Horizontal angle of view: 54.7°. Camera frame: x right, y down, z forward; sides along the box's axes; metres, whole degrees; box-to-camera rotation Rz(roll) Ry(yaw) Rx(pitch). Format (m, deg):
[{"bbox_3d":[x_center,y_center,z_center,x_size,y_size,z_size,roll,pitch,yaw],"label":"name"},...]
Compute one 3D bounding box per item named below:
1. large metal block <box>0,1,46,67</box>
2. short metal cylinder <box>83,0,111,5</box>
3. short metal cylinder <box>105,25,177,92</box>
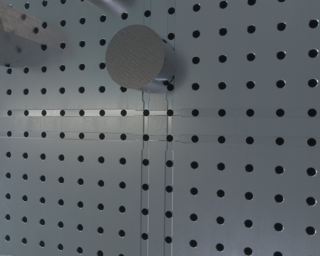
[{"bbox_3d":[-0.238,-0.138,0.467,0.080,0.080,0.050,-23,82,18],"label":"large metal block"},{"bbox_3d":[-0.097,-0.221,0.434,0.080,0.050,0.079,0,90,20],"label":"short metal cylinder"},{"bbox_3d":[-0.024,-0.088,0.407,0.080,0.050,0.079,0,90,20],"label":"short metal cylinder"}]
